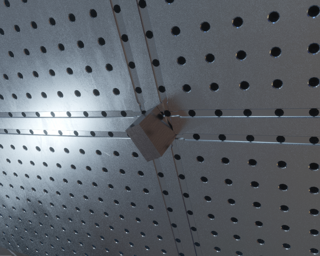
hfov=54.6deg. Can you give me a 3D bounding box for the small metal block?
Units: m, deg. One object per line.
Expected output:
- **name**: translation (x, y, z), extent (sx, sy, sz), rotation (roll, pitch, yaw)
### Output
- **small metal block**: translation (-0.010, 0.007, 0.405), extent (0.025, 0.050, 0.050), rotation (-25, 105, 37)
